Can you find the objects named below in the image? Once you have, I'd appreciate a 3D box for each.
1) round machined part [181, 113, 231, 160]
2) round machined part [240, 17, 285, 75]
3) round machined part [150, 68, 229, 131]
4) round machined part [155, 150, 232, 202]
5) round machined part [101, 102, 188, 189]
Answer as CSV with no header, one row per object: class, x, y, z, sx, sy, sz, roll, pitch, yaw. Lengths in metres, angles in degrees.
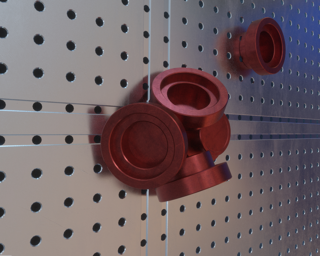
round machined part,0.067,0.006,0.457,0.099,0.042,0.097,0,90,-40
round machined part,0.179,-0.142,0.551,0.099,0.042,0.097,0,90,-40
round machined part,0.036,-0.034,0.407,0.099,0.098,0.042,-35,150,-35
round machined part,0.039,0.059,0.401,0.099,0.098,0.042,-12,79,-40
round machined part,-0.015,0.018,0.362,0.042,0.098,0.097,-26,110,-73
